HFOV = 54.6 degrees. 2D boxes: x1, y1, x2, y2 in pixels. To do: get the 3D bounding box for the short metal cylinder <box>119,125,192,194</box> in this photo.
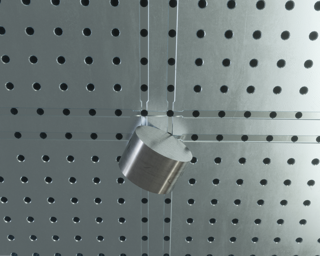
[{"bbox_3d":[-0.006,0.039,0.398,0.080,0.080,0.050,25,108,-9],"label":"short metal cylinder"}]
